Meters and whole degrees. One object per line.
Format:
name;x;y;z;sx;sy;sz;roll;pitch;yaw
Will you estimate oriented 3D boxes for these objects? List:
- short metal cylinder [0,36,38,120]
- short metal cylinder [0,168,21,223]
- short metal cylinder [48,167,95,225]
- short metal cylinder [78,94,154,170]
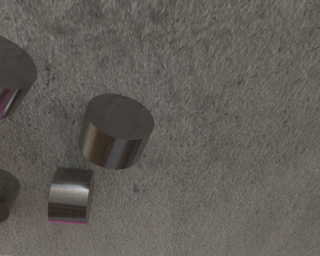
short metal cylinder;-0.178;-0.054;0.322;0.080;0.080;0.050;32;123;-25
short metal cylinder;-0.265;0.104;0.475;0.081;0.050;0.079;0;130;0
short metal cylinder;-0.127;0.099;0.454;0.050;0.080;0.079;7;130;-6
short metal cylinder;-0.053;0.003;0.373;0.081;0.080;0.050;15;128;-13
